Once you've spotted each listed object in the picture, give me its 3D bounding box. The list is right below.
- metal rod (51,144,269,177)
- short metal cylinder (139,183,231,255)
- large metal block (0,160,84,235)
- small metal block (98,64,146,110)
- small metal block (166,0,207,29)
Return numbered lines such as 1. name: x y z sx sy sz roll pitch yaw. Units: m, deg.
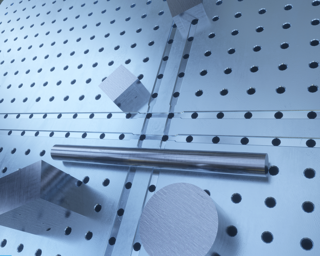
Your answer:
1. metal rod: -0.021 0.038 0.394 0.300 0.025 0.025 0 62 28
2. short metal cylinder: 0.027 0.102 0.315 0.080 0.050 0.080 -13 56 20
3. large metal block: -0.156 0.092 0.397 0.080 0.080 0.050 -24 53 13
4. small metal block: -0.059 -0.063 0.476 0.050 0.025 0.050 -44 51 -3
5. small metal block: 0.043 -0.197 0.506 0.050 0.025 0.050 -23 53 14
